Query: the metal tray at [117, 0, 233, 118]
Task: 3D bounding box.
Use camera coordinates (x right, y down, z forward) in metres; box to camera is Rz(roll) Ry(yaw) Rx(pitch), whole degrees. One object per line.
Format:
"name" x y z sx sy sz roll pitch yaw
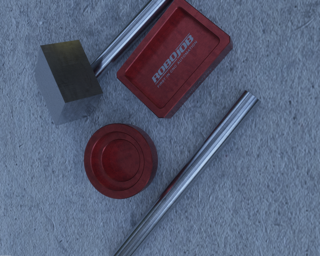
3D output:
"metal tray" 0.017 -0.087 0.399 0.090 0.030 0.130 44 103 14

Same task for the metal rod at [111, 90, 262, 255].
"metal rod" 0.023 0.078 0.400 0.025 0.025 0.299 40 102 15

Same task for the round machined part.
"round machined part" -0.048 0.042 0.416 0.098 0.042 0.097 0 90 19

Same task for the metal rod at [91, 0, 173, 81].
"metal rod" 0.003 -0.168 0.407 0.299 0.025 0.025 -43 77 14

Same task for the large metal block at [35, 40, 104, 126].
"large metal block" -0.126 -0.059 0.417 0.080 0.050 0.080 65 148 8
